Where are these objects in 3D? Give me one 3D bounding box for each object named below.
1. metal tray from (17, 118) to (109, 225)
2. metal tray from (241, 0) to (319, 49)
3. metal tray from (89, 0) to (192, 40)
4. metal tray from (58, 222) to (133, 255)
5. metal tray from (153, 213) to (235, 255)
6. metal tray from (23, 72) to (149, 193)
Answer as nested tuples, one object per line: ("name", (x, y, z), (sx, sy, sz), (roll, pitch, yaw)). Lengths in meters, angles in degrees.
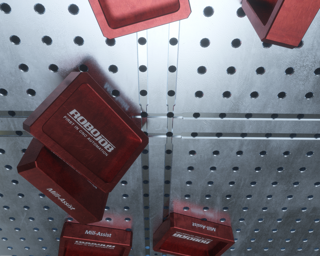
("metal tray", (-0.117, 0.057, 0.414), (0.030, 0.090, 0.130), (-18, 128, 22))
("metal tray", (0.113, -0.142, 0.248), (0.030, 0.090, 0.129), (11, 129, -9))
("metal tray", (-0.030, -0.154, 0.276), (0.090, 0.030, 0.130), (-13, 129, 10))
("metal tray", (-0.126, 0.228, 0.600), (0.131, 0.030, 0.089), (11, 129, -10))
("metal tray", (0.062, 0.211, 0.587), (0.131, 0.030, 0.089), (18, 128, -15))
("metal tray", (-0.083, 0.007, 0.376), (0.030, 0.090, 0.130), (13, 151, 52))
